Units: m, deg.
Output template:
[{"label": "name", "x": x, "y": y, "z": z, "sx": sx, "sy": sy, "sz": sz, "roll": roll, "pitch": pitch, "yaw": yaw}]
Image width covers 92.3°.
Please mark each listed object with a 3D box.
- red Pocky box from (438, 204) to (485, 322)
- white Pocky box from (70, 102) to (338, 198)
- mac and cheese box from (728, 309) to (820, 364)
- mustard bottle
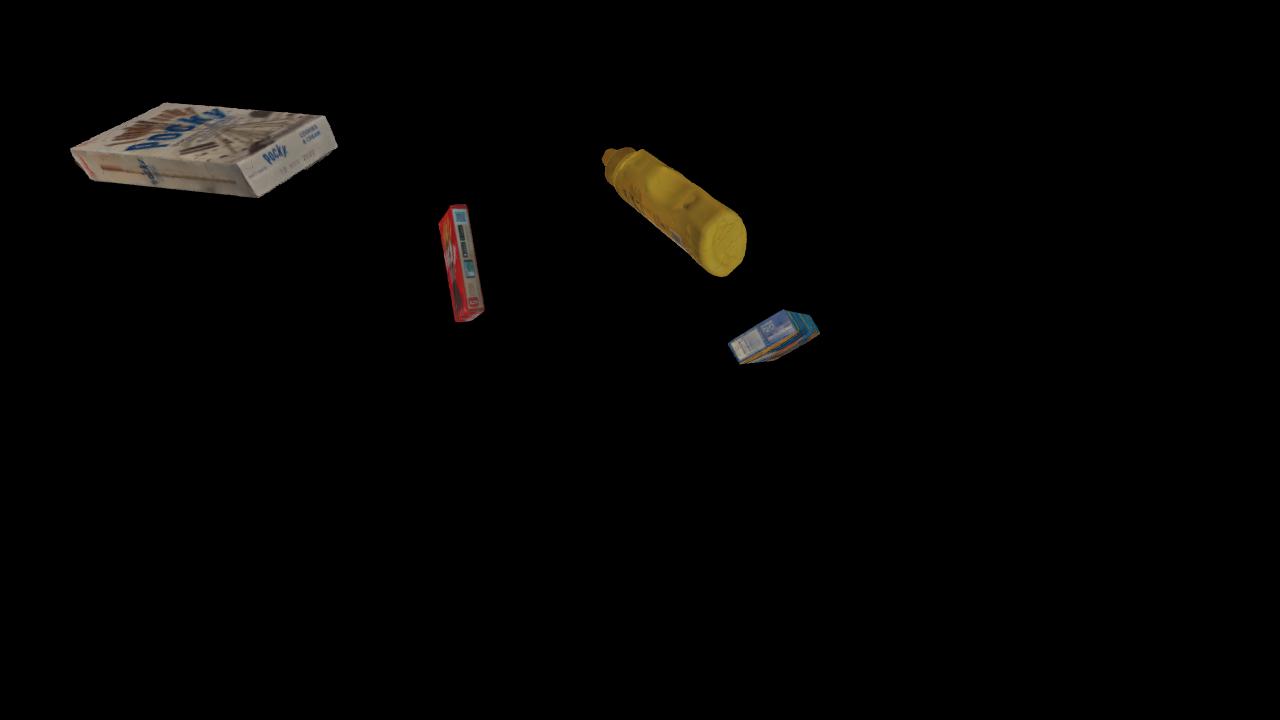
[{"label": "red Pocky box", "x": -0.258, "y": -0.136, "z": 0.886, "sx": 0.028, "sy": 0.155, "sz": 0.083, "roll": -9, "pitch": -3, "yaw": -29}, {"label": "white Pocky box", "x": -0.303, "y": -0.149, "z": 0.432, "sx": 0.154, "sy": 0.028, "sz": 0.084, "roll": 10, "pitch": 45, "yaw": 16}, {"label": "mac and cheese box", "x": 0.201, "y": -0.032, "z": 0.903, "sx": 0.093, "sy": 0.041, "sz": 0.184, "roll": -34, "pitch": -13, "yaw": 23}, {"label": "mustard bottle", "x": 0.022, "y": -0.159, "z": 0.605, "sx": 0.184, "sy": 0.054, "sz": 0.092, "roll": 45, "pitch": 5, "yaw": 29}]
